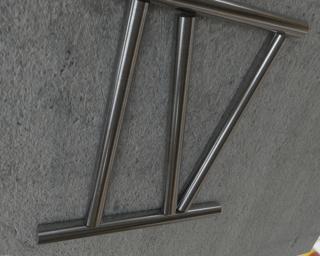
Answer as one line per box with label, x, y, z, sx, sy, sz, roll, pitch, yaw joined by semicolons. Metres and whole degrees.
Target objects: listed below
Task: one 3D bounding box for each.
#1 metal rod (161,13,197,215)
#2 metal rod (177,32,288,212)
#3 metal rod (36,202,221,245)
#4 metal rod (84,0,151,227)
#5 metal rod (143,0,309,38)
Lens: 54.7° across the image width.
metal rod;0.021;0.002;0.422;0.025;0.025;0.298;-11;123;-23
metal rod;0.098;0.002;0.465;0.025;0.025;0.298;14;111;-35
metal rod;-0.030;0.143;0.481;0.303;0.025;0.025;1;118;-29
metal rod;-0.058;0.000;0.377;0.025;0.025;0.298;1;118;-29
metal rod;0.065;-0.140;0.359;0.303;0.025;0.025;1;118;-29
